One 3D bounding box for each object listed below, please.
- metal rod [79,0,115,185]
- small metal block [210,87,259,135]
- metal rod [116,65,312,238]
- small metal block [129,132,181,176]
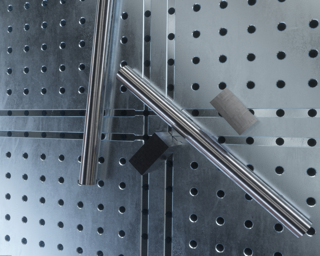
[{"bbox_3d":[-0.088,-0.068,0.443,0.025,0.025,0.298,7,92,20],"label":"metal rod"},{"bbox_3d":[0.090,-0.019,0.368,0.025,0.050,0.050,-44,77,15],"label":"small metal block"},{"bbox_3d":[0.057,0.020,0.392,0.300,0.025,0.025,42,103,15],"label":"metal rod"},{"bbox_3d":[-0.006,0.032,0.401,0.025,0.050,0.050,46,104,14],"label":"small metal block"}]
